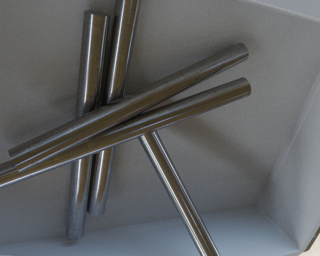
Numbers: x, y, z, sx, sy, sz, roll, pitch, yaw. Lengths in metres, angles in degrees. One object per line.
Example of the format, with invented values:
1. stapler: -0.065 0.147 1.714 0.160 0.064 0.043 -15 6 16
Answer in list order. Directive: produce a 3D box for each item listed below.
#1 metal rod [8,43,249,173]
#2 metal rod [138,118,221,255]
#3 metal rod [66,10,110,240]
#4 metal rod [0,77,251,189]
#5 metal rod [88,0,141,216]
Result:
1. metal rod: -0.016 -0.034 0.352 0.302 0.025 0.025 -28 129 -22
2. metal rod: 0.032 0.103 0.412 0.025 0.025 0.299 -29 103 -10
3. metal rod: -0.091 0.018 0.370 0.025 0.025 0.298 -2 120 -28
4. metal rod: -0.032 0.000 0.354 0.302 0.025 0.025 -21 127 -12
5. metal rod: -0.058 -0.017 0.367 0.025 0.025 0.298 -1 119 -28
